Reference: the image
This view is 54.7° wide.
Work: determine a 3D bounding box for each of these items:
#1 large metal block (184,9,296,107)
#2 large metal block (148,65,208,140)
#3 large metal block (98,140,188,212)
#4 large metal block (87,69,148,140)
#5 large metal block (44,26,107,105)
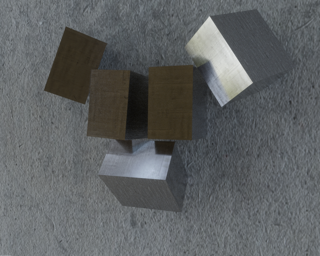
[{"bbox_3d":[0.088,-0.079,0.343,0.080,0.081,0.050,61,144,10],"label":"large metal block"},{"bbox_3d":[0.024,-0.027,0.372,0.050,0.080,0.079,1,90,20],"label":"large metal block"},{"bbox_3d":[-0.016,0.059,0.379,0.080,0.080,0.050,1,51,20],"label":"large metal block"},{"bbox_3d":[-0.047,-0.028,0.397,0.050,0.080,0.079,5,92,19],"label":"large metal block"},{"bbox_3d":[-0.111,-0.083,0.409,0.050,0.080,0.080,19,98,-18],"label":"large metal block"}]
